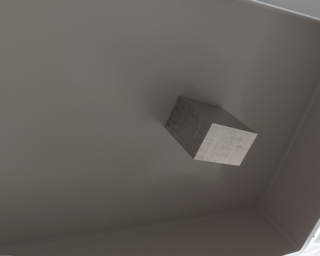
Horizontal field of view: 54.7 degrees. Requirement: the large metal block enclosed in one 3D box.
[{"bbox_3d":[0.066,0.003,0.413,0.081,0.080,0.050,12,113,-34],"label":"large metal block"}]
